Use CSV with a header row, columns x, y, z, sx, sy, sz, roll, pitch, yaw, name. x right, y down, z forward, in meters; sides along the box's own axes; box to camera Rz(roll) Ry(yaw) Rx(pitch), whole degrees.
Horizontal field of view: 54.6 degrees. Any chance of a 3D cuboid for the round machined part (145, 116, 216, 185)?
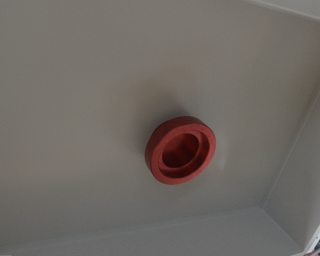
x,y,z,sx,sy,sz,roll,pitch,yaw,name
0.024,0.027,0.426,0.099,0.042,0.097,-14,124,-21,round machined part
